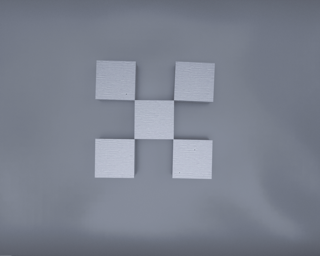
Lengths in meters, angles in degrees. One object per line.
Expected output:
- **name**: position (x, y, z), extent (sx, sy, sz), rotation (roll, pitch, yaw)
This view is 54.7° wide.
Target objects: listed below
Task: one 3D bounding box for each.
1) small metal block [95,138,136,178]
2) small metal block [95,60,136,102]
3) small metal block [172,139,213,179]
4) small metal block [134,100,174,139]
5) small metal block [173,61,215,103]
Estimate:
- **small metal block**: position (-0.058, 0.039, 0.409), extent (0.050, 0.025, 0.050), rotation (1, 90, 0)
- **small metal block**: position (-0.057, -0.061, 0.409), extent (0.050, 0.025, 0.050), rotation (2, 90, 0)
- **small metal block**: position (0.042, 0.040, 0.409), extent (0.050, 0.025, 0.050), rotation (1, 90, 0)
- **small metal block**: position (-0.007, -0.011, 0.409), extent (0.050, 0.025, 0.050), rotation (1, 90, 0)
- **small metal block**: position (0.044, -0.059, 0.409), extent (0.050, 0.025, 0.050), rotation (2, 90, 0)
